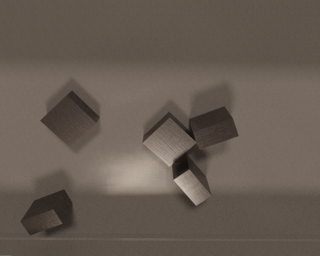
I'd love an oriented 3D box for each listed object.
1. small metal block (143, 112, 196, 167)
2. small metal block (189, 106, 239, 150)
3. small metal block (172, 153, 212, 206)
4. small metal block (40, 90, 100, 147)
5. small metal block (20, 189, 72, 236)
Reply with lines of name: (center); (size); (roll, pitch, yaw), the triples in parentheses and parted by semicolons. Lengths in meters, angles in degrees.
small metal block: (0.013, 0.015, 0.417); (0.050, 0.025, 0.050); (43, 104, -15)
small metal block: (0.068, -0.001, 0.399); (0.050, 0.050, 0.025); (-20, 109, 7)
small metal block: (0.042, 0.069, 0.424); (0.025, 0.050, 0.050); (-36, 107, 12)
small metal block: (-0.117, -0.012, 0.405); (0.050, 0.025, 0.050); (-40, 106, 13)
small metal block: (-0.159, 0.119, 0.440); (0.050, 0.050, 0.025); (-21, 109, 7)
